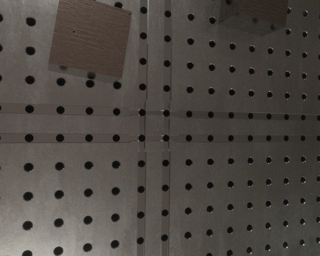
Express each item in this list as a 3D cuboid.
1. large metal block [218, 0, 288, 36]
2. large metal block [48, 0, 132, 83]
[{"bbox_3d":[0.137,-0.188,0.451,0.081,0.050,0.080,8,88,-20],"label":"large metal block"},{"bbox_3d":[-0.084,-0.103,0.369,0.081,0.050,0.080,9,87,-20],"label":"large metal block"}]
